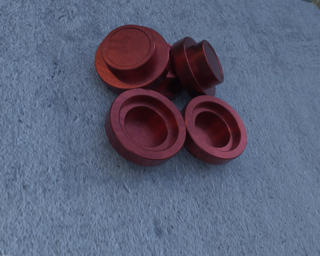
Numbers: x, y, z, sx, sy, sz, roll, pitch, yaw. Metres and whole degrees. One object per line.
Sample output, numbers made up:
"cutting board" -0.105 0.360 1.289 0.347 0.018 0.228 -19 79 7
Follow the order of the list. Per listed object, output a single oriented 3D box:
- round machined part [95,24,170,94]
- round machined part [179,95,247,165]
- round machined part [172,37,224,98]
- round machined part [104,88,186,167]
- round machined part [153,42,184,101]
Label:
"round machined part" -0.037 -0.094 0.402 0.099 0.042 0.098 -2 69 6
"round machined part" 0.067 0.006 0.428 0.099 0.042 0.098 14 56 -21
"round machined part" 0.061 -0.090 0.456 0.098 0.042 0.098 41 38 -42
"round machined part" -0.021 0.003 0.383 0.099 0.042 0.098 14 56 -21
"round machined part" -0.003 -0.088 0.447 0.099 0.042 0.098 14 56 -21
